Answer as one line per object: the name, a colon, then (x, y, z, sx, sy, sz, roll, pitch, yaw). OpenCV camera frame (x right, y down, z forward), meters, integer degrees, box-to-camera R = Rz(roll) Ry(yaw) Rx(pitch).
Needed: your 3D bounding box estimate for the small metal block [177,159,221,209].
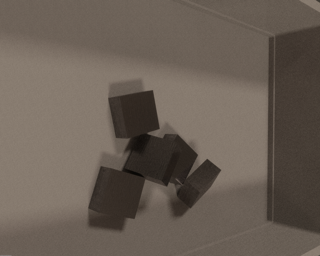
small metal block: (0.055, 0.079, 0.437, 0.050, 0.025, 0.050, -38, 157, -34)

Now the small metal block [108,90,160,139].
small metal block: (-0.031, -0.017, 0.382, 0.050, 0.025, 0.050, -17, 101, -39)

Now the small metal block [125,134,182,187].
small metal block: (-0.008, 0.038, 0.382, 0.050, 0.050, 0.025, -66, 155, -20)

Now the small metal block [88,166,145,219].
small metal block: (-0.050, 0.077, 0.367, 0.050, 0.025, 0.050, 24, 75, -38)

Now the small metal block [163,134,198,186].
small metal block: (0.019, 0.043, 0.425, 0.050, 0.025, 0.050, 45, 63, -31)
